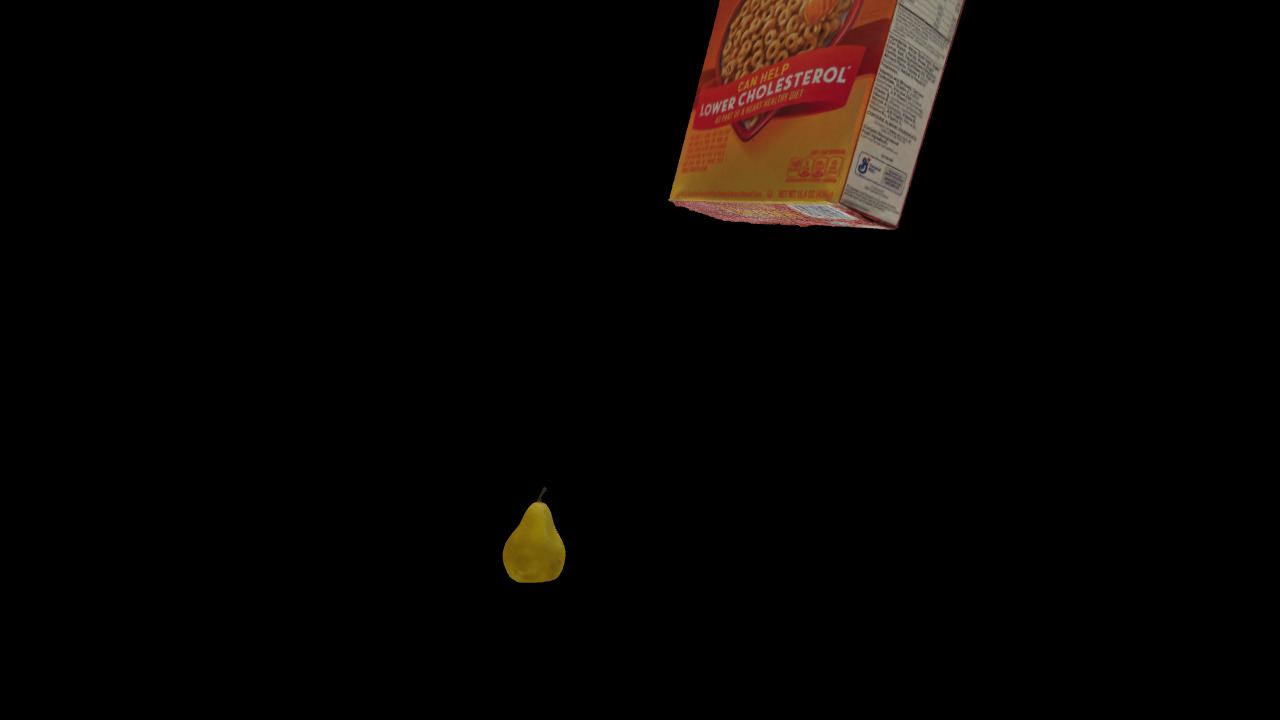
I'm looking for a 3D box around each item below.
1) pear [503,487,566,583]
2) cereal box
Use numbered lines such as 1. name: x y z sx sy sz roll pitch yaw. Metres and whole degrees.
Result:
1. pear: -0.130 0.214 0.754 0.080 0.111 0.080 -4 -18 -1
2. cereal box: 0.138 -0.261 0.473 0.081 0.306 0.203 10 8 -32
